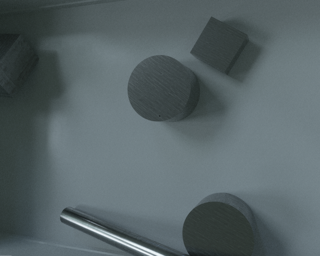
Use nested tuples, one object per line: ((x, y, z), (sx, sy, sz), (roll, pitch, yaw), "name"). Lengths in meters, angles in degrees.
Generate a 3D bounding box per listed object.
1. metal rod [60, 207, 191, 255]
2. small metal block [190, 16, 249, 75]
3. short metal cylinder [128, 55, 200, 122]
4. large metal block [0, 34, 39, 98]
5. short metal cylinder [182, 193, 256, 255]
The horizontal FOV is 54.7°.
((-0.014, 0.149, 0.376), (0.300, 0.025, 0.025), (9, 93, 33), "metal rod")
((0.074, -0.101, 0.384), (0.050, 0.025, 0.050), (34, 101, 16), "small metal block")
((0.006, -0.048, 0.394), (0.080, 0.050, 0.079), (0, 90, 19), "short metal cylinder")
((-0.245, -0.094, 0.462), (0.080, 0.050, 0.080), (7, 58, 19), "large metal block")
((0.073, 0.122, 0.371), (0.080, 0.050, 0.079), (0, 90, 19), "short metal cylinder")
